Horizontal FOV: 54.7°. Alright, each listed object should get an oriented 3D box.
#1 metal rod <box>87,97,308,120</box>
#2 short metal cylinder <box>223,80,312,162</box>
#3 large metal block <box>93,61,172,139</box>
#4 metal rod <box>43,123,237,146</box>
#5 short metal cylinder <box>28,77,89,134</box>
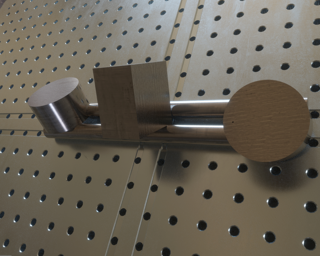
[{"bbox_3d":[0.028,-0.024,0.407,0.300,0.025,0.025,1,62,28],"label":"metal rod"},{"bbox_3d":[0.112,-0.005,0.319,0.080,0.050,0.080,-4,82,28],"label":"short metal cylinder"},{"bbox_3d":[-0.029,-0.036,0.372,0.050,0.080,0.079,1,104,29],"label":"large metal block"},{"bbox_3d":[-0.045,0.006,0.428,0.300,0.025,0.025,1,62,28],"label":"metal rod"},{"bbox_3d":[-0.152,-0.036,0.475,0.080,0.050,0.080,-14,34,10],"label":"short metal cylinder"}]
